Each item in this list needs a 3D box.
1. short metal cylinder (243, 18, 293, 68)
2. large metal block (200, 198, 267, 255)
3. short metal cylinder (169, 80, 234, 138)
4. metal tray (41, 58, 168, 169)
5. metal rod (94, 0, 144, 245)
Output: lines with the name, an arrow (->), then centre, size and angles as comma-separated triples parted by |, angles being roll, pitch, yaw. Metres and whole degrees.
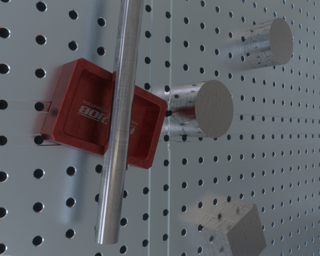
short metal cylinder -> 0.195, -0.150, 0.556 | 0.081, 0.050, 0.080 | 0, 90, -40
large metal block -> 0.119, 0.172, 0.492 | 0.081, 0.050, 0.080 | -28, 108, -36
short metal cylinder -> 0.060, -0.026, 0.443 | 0.081, 0.050, 0.080 | 0, 90, -40
metal tray -> -0.057, -0.011, 0.357 | 0.131, 0.030, 0.090 | 24, 75, -38
metal rod -> -0.041, -0.031, 0.334 | 0.025, 0.025, 0.298 | 10, 84, -40
